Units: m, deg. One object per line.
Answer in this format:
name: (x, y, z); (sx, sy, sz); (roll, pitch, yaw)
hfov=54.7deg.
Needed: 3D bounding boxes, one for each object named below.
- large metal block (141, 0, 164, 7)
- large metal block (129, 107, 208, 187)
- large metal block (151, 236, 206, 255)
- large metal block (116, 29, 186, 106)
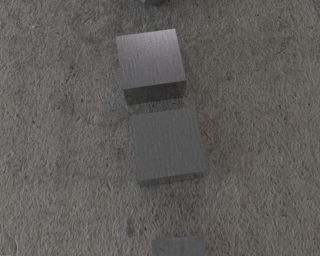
large metal block: (-0.020, -0.241, 0.461); (0.080, 0.050, 0.080); (42, 117, 13)
large metal block: (0.009, 0.025, 0.386); (0.081, 0.050, 0.080); (-8, 70, -3)
large metal block: (0.020, 0.156, 0.322); (0.050, 0.080, 0.080); (-4, 70, -1)
large metal block: (-0.013, -0.083, 0.425); (0.081, 0.050, 0.080); (-9, 70, -3)
